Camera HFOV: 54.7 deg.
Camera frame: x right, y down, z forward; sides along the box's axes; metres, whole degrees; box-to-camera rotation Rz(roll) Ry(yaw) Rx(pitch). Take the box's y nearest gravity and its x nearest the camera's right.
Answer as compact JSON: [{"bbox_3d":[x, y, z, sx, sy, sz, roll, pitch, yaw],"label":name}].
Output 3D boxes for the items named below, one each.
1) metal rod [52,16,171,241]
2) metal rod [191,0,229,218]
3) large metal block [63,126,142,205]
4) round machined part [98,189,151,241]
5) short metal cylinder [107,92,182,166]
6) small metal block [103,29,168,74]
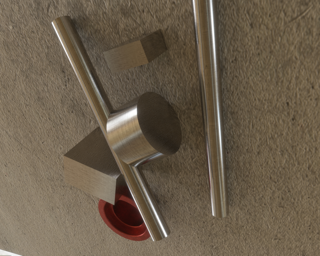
[{"bbox_3d":[-0.061,0.001,0.390,0.025,0.025,0.299,-24,91,36],"label":"metal rod"},{"bbox_3d":[0.062,-0.014,0.364,0.025,0.025,0.298,5,121,25],"label":"metal rod"},{"bbox_3d":[-0.077,0.050,0.441,0.080,0.080,0.050,21,127,15],"label":"large metal block"},{"bbox_3d":[-0.046,0.131,0.500,0.098,0.042,0.097,13,124,20],"label":"round machined part"},{"bbox_3d":[-0.018,0.002,0.380,0.050,0.080,0.080,-24,106,35],"label":"short metal cylinder"},{"bbox_3d":[-0.027,-0.087,0.350,0.050,0.050,0.025,-8,114,31],"label":"small metal block"}]
